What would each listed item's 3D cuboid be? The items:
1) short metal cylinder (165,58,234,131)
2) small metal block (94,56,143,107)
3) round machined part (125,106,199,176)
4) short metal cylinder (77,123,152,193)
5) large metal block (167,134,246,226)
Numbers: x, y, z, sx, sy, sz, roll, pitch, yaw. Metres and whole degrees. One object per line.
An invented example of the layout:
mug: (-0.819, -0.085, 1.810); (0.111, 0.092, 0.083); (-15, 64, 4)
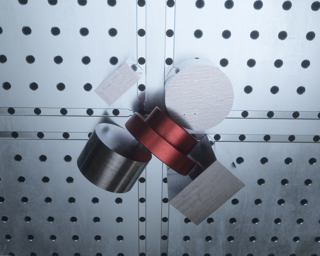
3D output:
short metal cylinder: (0.046, -0.043, 0.384); (0.081, 0.050, 0.079); (0, 110, -1)
small metal block: (-0.049, -0.058, 0.378); (0.050, 0.050, 0.025); (-40, 106, 13)
round machined part: (0.008, 0.011, 0.379); (0.098, 0.098, 0.042); (39, 93, -14)
short metal cylinder: (-0.058, 0.037, 0.397); (0.080, 0.080, 0.050); (29, 107, -11)
large metal block: (0.056, 0.066, 0.410); (0.050, 0.080, 0.080); (42, 105, -14)
